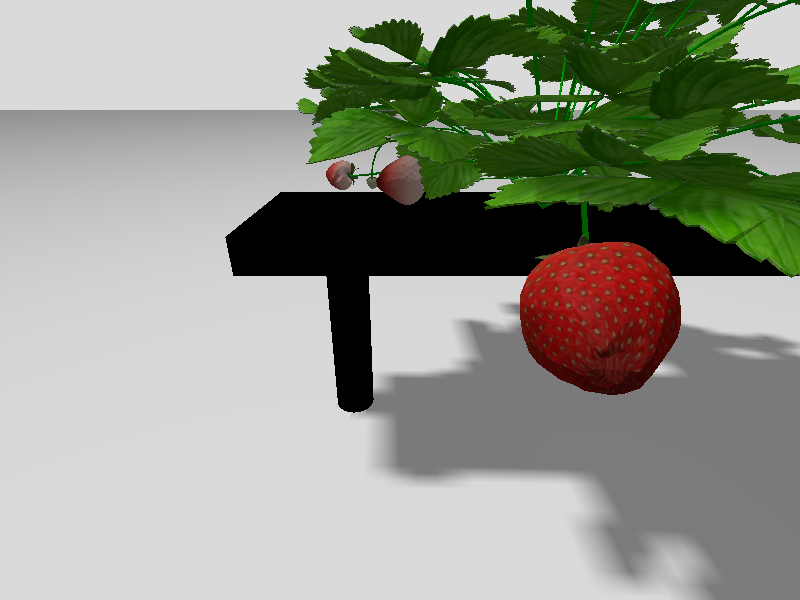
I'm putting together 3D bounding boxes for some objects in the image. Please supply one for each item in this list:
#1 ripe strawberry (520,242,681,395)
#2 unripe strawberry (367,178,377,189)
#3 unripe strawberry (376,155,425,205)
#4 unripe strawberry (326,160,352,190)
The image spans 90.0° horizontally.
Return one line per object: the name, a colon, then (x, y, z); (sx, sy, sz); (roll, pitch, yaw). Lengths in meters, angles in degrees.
ripe strawberry: (0.062, 0.008, 0.127); (0.048, 0.050, 0.052); (7, 28, 13)
unripe strawberry: (-0.029, -0.121, 0.415); (0.011, 0.011, 0.011); (12, 30, 23)
unripe strawberry: (0.001, -0.108, 0.361); (0.045, 0.043, 0.041); (4, 27, 9)
unripe strawberry: (-0.062, -0.129, 0.414); (0.028, 0.029, 0.025); (10, 29, 20)
